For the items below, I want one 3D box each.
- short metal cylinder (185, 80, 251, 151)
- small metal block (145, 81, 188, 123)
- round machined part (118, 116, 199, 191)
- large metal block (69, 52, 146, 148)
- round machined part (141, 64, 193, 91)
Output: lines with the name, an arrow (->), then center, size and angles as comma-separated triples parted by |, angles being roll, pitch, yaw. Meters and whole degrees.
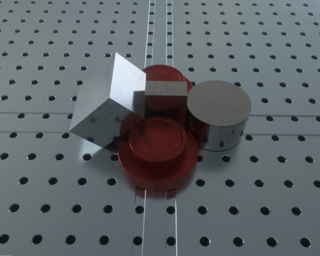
short metal cylinder -> 0.073, -0.017, 0.405 | 0.080, 0.050, 0.080 | 0, 50, 0
small metal block -> 0.008, -0.032, 0.389 | 0.050, 0.050, 0.025 | 1, 50, 1
round machined part -> -0.002, 0.024, 0.377 | 0.099, 0.042, 0.098 | 0, 50, 0
large metal block -> -0.064, -0.034, 0.392 | 0.050, 0.080, 0.080 | 32, 40, -33
round machined part -> 0.000, -0.053, 0.441 | 0.099, 0.042, 0.098 | 0, 50, 0
